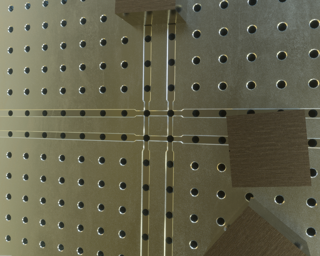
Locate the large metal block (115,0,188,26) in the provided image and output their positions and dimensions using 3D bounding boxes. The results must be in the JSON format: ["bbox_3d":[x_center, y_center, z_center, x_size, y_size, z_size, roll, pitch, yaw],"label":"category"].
[{"bbox_3d":[-0.009,-0.183,0.403,0.080,0.050,0.080,4,91,20],"label":"large metal block"}]

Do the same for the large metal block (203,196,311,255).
[{"bbox_3d":[0.111,0.141,0.360,0.080,0.050,0.080,40,103,15],"label":"large metal block"}]

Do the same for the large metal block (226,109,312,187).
[{"bbox_3d":[0.123,0.023,0.356,0.080,0.050,0.080,-5,88,20],"label":"large metal block"}]
